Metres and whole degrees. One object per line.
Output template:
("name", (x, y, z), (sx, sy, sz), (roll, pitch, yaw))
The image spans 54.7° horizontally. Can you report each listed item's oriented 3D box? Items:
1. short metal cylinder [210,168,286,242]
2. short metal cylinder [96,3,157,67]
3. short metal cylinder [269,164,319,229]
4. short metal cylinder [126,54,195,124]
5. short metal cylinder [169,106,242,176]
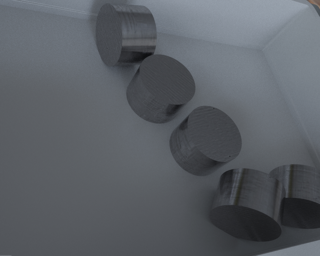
("short metal cylinder", (0.105, 0.093, 0.370), (0.080, 0.080, 0.050), (32, 52, -8))
("short metal cylinder", (-0.048, -0.125, 0.421), (0.050, 0.080, 0.080), (-11, 68, -33))
("short metal cylinder", (0.184, 0.092, 0.413), (0.080, 0.080, 0.050), (29, 52, -10))
("short metal cylinder", (0.001, -0.053, 0.422), (0.081, 0.050, 0.080), (14, 56, -21))
("short metal cylinder", (0.060, 0.017, 0.411), (0.081, 0.050, 0.080), (14, 56, -21))
